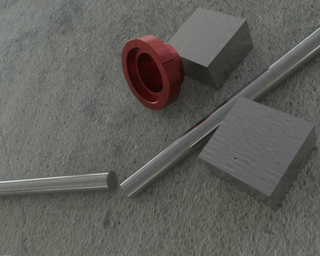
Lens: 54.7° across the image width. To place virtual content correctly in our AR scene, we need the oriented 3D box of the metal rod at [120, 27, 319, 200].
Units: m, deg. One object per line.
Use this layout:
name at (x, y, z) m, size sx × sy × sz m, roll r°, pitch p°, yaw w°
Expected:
metal rod at (0.077, -0.016, 0.372) m, size 0.300 × 0.025 × 0.025 m, roll -38°, pitch 51°, yaw 2°

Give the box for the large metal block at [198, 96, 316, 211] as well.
large metal block at (0.101, 0.024, 0.319) m, size 0.080 × 0.050 × 0.080 m, roll 28°, pitch 77°, yaw 37°

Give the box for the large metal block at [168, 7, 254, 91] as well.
large metal block at (0.065, -0.109, 0.419) m, size 0.080 × 0.050 × 0.080 m, roll 33°, pitch 80°, yaw 38°

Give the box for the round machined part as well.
round machined part at (-0.005, -0.077, 0.415) m, size 0.042 × 0.097 × 0.098 m, roll -30°, pitch 45°, yaw -31°

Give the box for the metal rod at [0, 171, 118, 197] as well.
metal rod at (-0.197, 0.086, 0.452) m, size 0.301 × 0.025 × 0.025 m, roll -8°, pitch 58°, yaw 23°
